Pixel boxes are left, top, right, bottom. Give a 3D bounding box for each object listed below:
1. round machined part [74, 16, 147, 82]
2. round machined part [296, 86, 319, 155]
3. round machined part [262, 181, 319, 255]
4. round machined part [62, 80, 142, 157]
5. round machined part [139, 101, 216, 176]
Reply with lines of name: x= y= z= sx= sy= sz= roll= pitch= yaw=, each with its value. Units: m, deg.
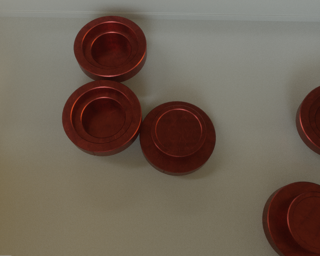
round machined part: x=-0.068 y=-0.106 z=0.439 sx=0.099 sy=0.042 sz=0.098 roll=0 pitch=70 yaw=-1
round machined part: x=0.227 y=-0.006 z=0.400 sx=0.098 sy=0.042 sz=0.098 roll=-3 pitch=72 yaw=8
round machined part: x=0.175 y=0.111 z=0.362 sx=0.099 sy=0.042 sz=0.098 roll=0 pitch=70 yaw=-1
round machined part: x=-0.072 y=-0.010 z=0.403 sx=0.099 sy=0.042 sz=0.098 roll=0 pitch=70 yaw=-1
round machined part: x=0.023 y=0.009 z=0.398 sx=0.099 sy=0.042 sz=0.098 roll=0 pitch=70 yaw=-1
